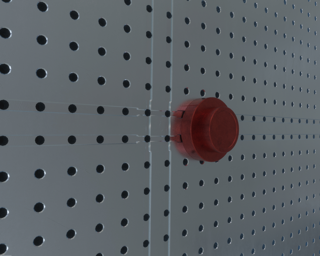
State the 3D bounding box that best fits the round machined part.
[{"bbox_3d":[0.081,0.002,0.465,0.099,0.042,0.097,0,90,-40],"label":"round machined part"}]
